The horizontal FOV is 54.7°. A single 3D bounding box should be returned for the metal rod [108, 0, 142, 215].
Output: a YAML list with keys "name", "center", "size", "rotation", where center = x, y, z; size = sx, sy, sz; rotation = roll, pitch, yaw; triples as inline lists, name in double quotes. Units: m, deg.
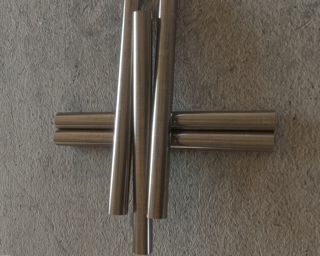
- name: "metal rod"
  center: [-0.044, -0.042, 0.402]
  size: [0.025, 0.025, 0.298]
  rotation: [0, 82, 19]

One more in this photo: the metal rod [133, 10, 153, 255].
- name: "metal rod"
  center: [-0.022, 0.005, 0.390]
  size: [0.025, 0.025, 0.298]
  rotation: [0, 90, 19]

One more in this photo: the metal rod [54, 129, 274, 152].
- name: "metal rod"
  center: [-0.008, 0.015, 0.413]
  size: [0.301, 0.025, 0.025]
  rotation: [0, 90, 19]

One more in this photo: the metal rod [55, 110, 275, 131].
- name: "metal rod"
  center: [-0.007, -0.010, 0.413]
  size: [0.301, 0.025, 0.025]
  rotation: [0, 90, 19]

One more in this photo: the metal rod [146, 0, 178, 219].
- name: "metal rod"
  center: [0.004, -0.042, 0.385]
  size: [0.025, 0.025, 0.298]
  rotation: [0, 82, 19]
